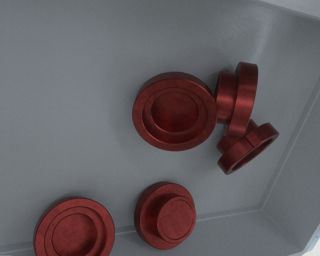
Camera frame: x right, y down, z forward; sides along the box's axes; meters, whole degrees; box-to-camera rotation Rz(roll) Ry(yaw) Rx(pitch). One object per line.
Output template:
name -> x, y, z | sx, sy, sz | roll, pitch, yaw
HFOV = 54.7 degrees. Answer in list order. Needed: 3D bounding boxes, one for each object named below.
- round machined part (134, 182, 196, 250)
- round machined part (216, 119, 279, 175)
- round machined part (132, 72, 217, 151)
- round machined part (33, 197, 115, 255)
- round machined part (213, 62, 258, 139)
round machined part -> 0.015, 0.131, 0.460 | 0.099, 0.042, 0.097 | 1, 89, -32
round machined part -> 0.124, 0.024, 0.462 | 0.099, 0.042, 0.098 | -31, 159, -14
round machined part -> 0.018, -0.023, 0.376 | 0.099, 0.042, 0.097 | 2, 122, 3
round machined part -> -0.112, 0.139, 0.402 | 0.099, 0.042, 0.097 | 4, 82, -27
round machined part -> 0.092, -0.037, 0.401 | 0.042, 0.098, 0.097 | 11, 118, 6
